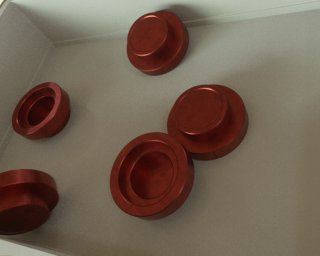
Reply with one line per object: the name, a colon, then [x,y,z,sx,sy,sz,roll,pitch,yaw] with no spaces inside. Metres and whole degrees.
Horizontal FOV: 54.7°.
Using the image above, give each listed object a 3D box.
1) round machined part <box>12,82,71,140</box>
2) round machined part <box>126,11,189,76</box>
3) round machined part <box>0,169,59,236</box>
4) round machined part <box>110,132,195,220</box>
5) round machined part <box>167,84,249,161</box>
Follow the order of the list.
round machined part: [-0.187,-0.023,0.505,0.098,0.042,0.098,-13,56,20]
round machined part: [-0.010,-0.131,0.464,0.098,0.042,0.098,-7,74,27]
round machined part: [-0.178,0.099,0.390,0.098,0.098,0.042,-33,52,6]
round machined part: [-0.005,0.057,0.359,0.098,0.042,0.098,-13,59,23]
round machined part: [0.053,-0.013,0.374,0.098,0.042,0.098,-13,56,20]
